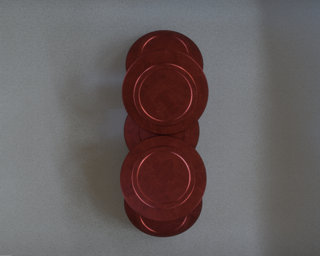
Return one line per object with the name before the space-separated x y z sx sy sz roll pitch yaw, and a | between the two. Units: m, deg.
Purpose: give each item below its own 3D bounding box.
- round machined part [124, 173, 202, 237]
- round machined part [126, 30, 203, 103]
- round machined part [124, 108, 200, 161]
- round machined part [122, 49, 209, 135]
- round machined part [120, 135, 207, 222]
round machined part | 0.004 0.095 0.388 0.099 0.042 0.097 0 105 0
round machined part | 0.006 -0.082 0.390 0.099 0.042 0.098 0 74 -1
round machined part | 0.002 0.004 0.401 0.099 0.042 0.097 0 89 0
round machined part | 0.006 -0.039 0.350 0.099 0.042 0.097 0 102 0
round machined part | 0.004 0.056 0.350 0.099 0.042 0.098 0 79 0
